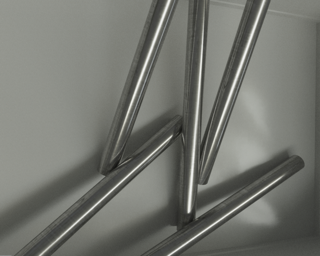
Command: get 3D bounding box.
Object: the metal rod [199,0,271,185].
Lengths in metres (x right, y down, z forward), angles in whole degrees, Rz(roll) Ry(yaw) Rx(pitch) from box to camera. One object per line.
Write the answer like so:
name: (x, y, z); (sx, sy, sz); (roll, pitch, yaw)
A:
metal rod: (0.089, -0.061, 0.377); (0.025, 0.025, 0.298); (6, 114, -20)

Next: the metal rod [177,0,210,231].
metal rod: (0.041, -0.007, 0.397); (0.025, 0.025, 0.298); (-2, 101, -20)

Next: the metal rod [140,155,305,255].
metal rod: (0.095, 0.110, 0.425); (0.302, 0.025, 0.025); (-25, 99, -26)

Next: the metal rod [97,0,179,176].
metal rod: (-0.015, -0.076, 0.335); (0.025, 0.025, 0.298); (14, 112, -20)

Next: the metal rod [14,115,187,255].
metal rod: (-0.071, 0.079, 0.352); (0.302, 0.025, 0.025); (-41, 103, -28)
